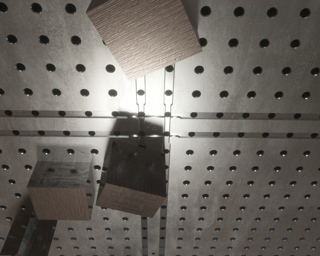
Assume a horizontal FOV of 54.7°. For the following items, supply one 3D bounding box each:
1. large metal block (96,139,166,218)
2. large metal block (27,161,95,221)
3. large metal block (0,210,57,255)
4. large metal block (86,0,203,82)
[{"bbox_3d":[-0.039,0.070,0.435,0.081,0.080,0.050,17,128,-15],"label":"large metal block"},{"bbox_3d":[-0.147,0.097,0.476,0.081,0.050,0.079,2,130,-3],"label":"large metal block"},{"bbox_3d":[-0.236,0.206,0.548,0.080,0.080,0.050,-37,121,27],"label":"large metal block"},{"bbox_3d":[-0.012,-0.104,0.306,0.080,0.050,0.080,-20,128,16],"label":"large metal block"}]
